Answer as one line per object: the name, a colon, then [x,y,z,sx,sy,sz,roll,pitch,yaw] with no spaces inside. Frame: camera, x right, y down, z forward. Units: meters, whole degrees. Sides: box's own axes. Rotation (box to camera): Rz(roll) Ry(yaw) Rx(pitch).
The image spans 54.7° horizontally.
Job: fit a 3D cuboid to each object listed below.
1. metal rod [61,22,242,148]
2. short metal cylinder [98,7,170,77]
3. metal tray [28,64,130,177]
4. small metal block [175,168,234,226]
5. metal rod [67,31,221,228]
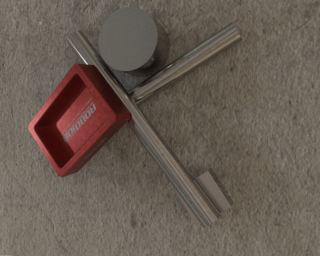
metal rod: [-0.030,-0.044,0.420,0.300,0.025,0.025,-31,80,17]
short metal cylinder: [-0.032,-0.110,0.407,0.080,0.050,0.079,0,90,19]
metal tray: [-0.109,-0.008,0.404,0.130,0.030,0.090,-43,76,26]
small metal block: [0.056,0.086,0.390,0.050,0.025,0.050,-35,79,16]
metal rod: [-0.027,-0.007,0.393,0.025,0.025,0.299,-41,78,15]
